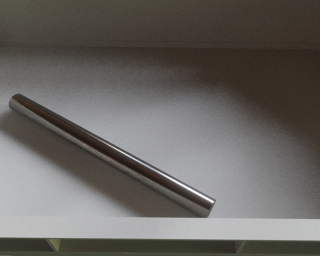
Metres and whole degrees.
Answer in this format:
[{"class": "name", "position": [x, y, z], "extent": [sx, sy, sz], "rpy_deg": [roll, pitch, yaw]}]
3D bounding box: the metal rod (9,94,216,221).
[{"class": "metal rod", "position": [-0.073, 0.026, 0.382], "extent": [0.301, 0.025, 0.025], "rpy_deg": [26, 55, 20]}]
